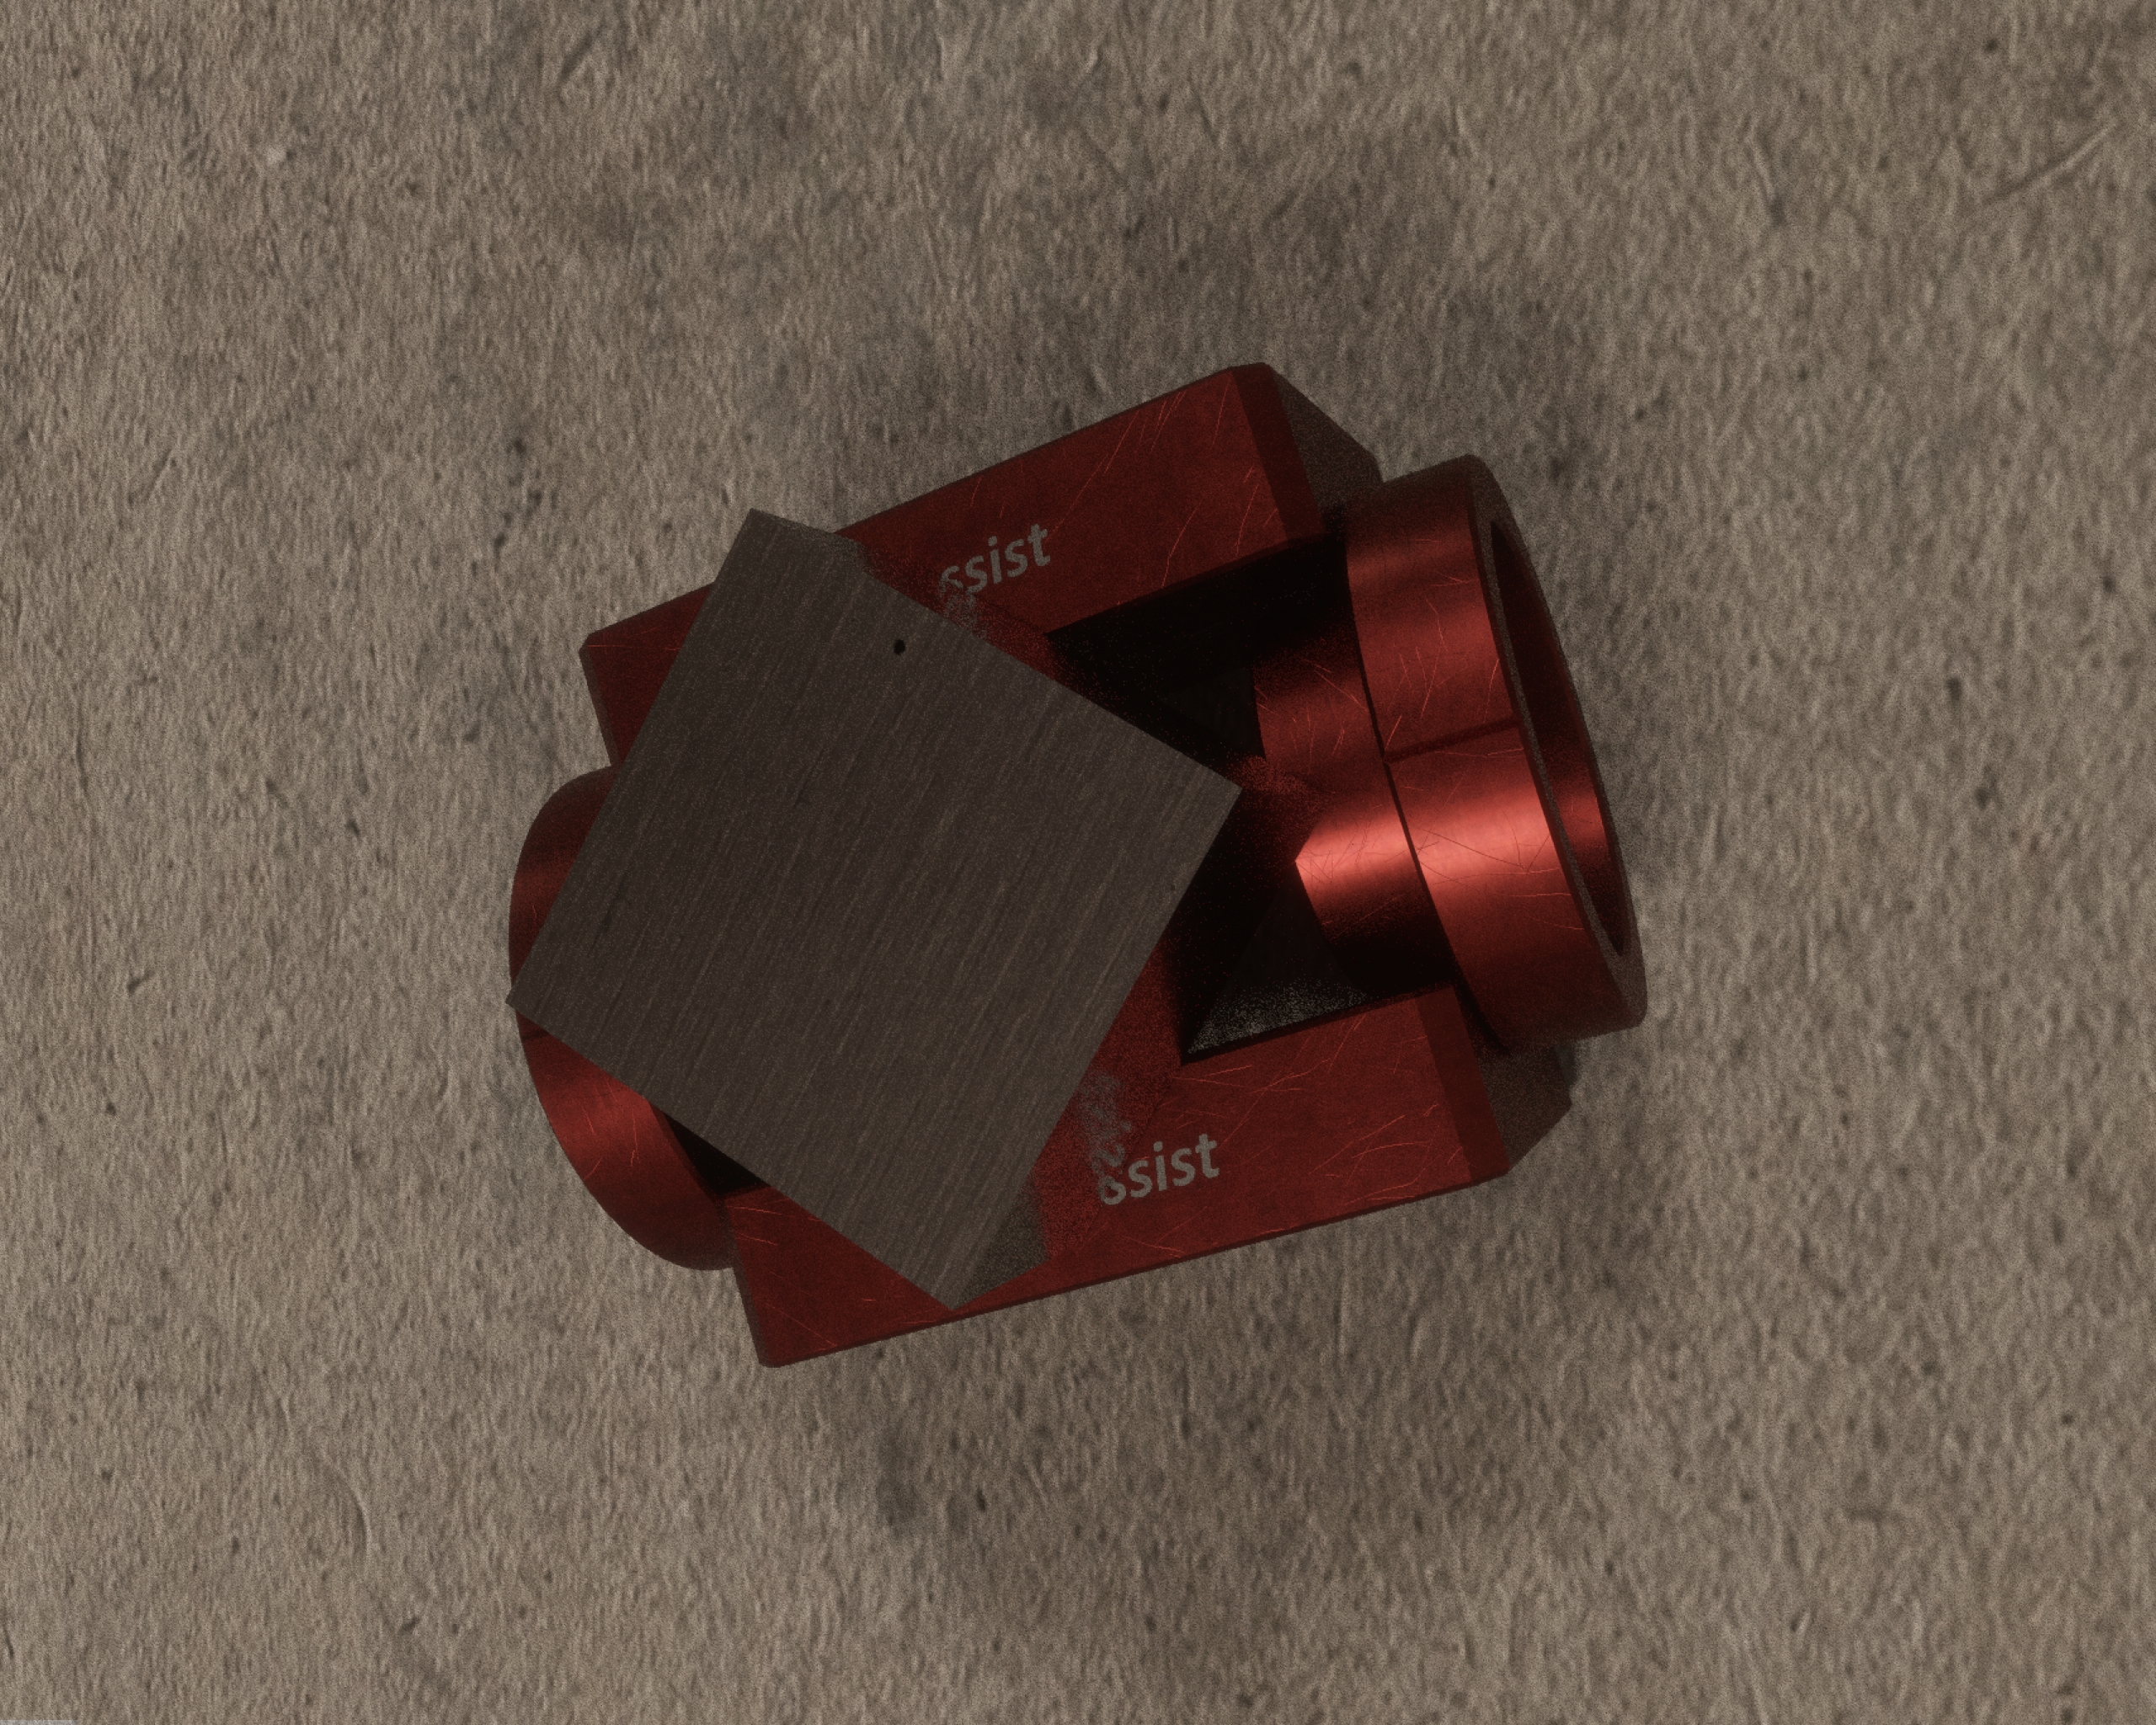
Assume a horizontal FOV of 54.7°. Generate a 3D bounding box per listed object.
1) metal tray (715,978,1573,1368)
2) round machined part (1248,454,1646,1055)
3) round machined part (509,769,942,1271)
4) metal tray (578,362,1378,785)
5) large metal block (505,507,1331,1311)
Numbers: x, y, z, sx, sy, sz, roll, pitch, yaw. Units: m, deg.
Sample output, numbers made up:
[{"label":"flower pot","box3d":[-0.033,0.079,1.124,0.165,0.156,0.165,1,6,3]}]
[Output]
[{"label":"metal tray","box3d":[0.015,0.051,0.368,0.130,0.090,0.030,-18,84,18]},{"label":"round machined part","box3d":[0.060,-0.015,0.349,0.042,0.098,0.097,-16,85,19]},{"label":"round machined part","box3d":[-0.059,0.024,0.391,0.042,0.098,0.097,-16,85,19]},{"label":"metal tray","box3d":[-0.011,-0.044,0.380,0.130,0.090,0.030,-19,84,18]},{"label":"large metal block","box3d":[-0.022,0.005,0.306,0.080,0.050,0.080,31,100,17]}]
